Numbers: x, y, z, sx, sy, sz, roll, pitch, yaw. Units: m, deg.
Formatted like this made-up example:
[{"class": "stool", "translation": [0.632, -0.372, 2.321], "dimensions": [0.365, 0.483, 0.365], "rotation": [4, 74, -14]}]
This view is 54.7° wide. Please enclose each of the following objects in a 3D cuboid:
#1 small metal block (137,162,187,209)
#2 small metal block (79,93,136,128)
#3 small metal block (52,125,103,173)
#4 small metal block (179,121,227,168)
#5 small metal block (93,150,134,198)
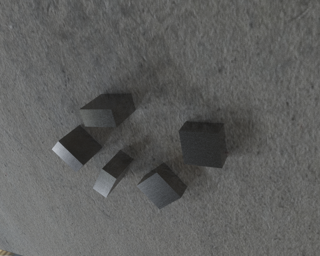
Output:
[{"class": "small metal block", "translation": [0.003, 0.086, 0.457], "dimensions": [0.050, 0.025, 0.050], "rotation": [47, 129, -5]}, {"class": "small metal block", "translation": [-0.068, -0.024, 0.410], "dimensions": [0.050, 0.050, 0.025], "rotation": [2, 119, 27]}, {"class": "small metal block", "translation": [-0.126, 0.031, 0.474], "dimensions": [0.050, 0.050, 0.025], "rotation": [45, 129, -4]}, {"class": "small metal block", "translation": [0.055, 0.021, 0.390], "dimensions": [0.050, 0.025, 0.050], "rotation": [4, 120, 26]}, {"class": "small metal block", "translation": [-0.071, 0.069, 0.469], "dimensions": [0.025, 0.050, 0.050], "rotation": [35, 129, 5]}]
